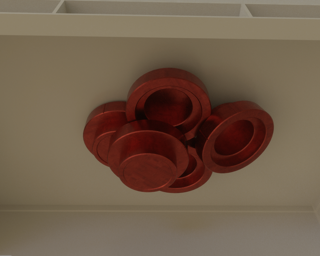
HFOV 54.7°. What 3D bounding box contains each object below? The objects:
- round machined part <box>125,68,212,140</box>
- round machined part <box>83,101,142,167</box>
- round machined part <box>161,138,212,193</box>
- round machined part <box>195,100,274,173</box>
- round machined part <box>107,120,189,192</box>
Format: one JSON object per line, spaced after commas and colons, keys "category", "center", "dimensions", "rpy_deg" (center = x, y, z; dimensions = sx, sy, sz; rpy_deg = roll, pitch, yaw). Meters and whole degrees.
{"category": "round machined part", "center": [0.010, -0.030, 0.371], "dimensions": [0.099, 0.042, 0.097], "rpy_deg": [-1, 130, 0]}
{"category": "round machined part", "center": [-0.051, 0.016, 0.407], "dimensions": [0.099, 0.042, 0.097], "rpy_deg": [-1, 130, 0]}
{"category": "round machined part", "center": [0.022, 0.045, 0.434], "dimensions": [0.099, 0.042, 0.097], "rpy_deg": [-1, 130, 0]}
{"category": "round machined part", "center": [0.088, 0.007, 0.389], "dimensions": [0.099, 0.042, 0.097], "rpy_deg": [-13, 129, -16]}
{"category": "round machined part", "center": [-0.014, 0.040, 0.373], "dimensions": [0.099, 0.042, 0.097], "rpy_deg": [-1, 130, 0]}
